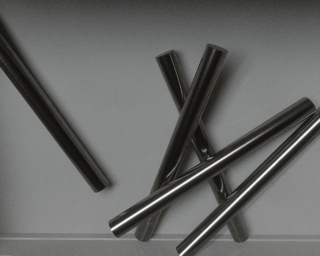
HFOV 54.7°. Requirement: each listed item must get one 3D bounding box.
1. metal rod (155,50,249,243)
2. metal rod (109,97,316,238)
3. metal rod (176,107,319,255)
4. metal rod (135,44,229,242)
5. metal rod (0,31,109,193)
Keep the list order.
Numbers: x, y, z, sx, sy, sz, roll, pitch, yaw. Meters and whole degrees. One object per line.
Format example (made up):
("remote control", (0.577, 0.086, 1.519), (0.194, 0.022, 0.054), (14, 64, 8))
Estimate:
("metal rod", (0.065, 0.038, 0.426), (0.025, 0.025, 0.299), (-22, 109, 7))
("metal rod", (0.068, 0.051, 0.402), (0.301, 0.025, 0.025), (-32, 108, -1))
("metal rod", (0.134, 0.069, 0.418), (0.025, 0.025, 0.300), (42, 97, -14))
("metal rod", (0.018, 0.038, 0.405), (0.025, 0.025, 0.298), (16, 117, -7))
("metal rod", (-0.158, -0.038, 0.395), (0.025, 0.025, 0.299), (-28, 108, 9))
